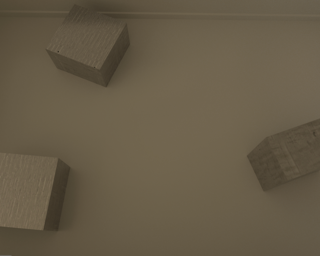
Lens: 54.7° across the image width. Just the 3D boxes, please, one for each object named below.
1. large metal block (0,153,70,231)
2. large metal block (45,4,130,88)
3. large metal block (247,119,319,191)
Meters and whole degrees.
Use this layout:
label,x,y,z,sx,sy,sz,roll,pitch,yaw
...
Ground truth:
label,x,y,z,sx,sy,sz,roll,pitch,yaw
large metal block,-0.161,0.077,0.367,0.080,0.050,0.080,5,70,2
large metal block,-0.098,-0.115,0.438,0.080,0.050,0.080,22,71,8
large metal block,0.161,0.033,0.369,0.080,0.080,0.050,-19,71,-7
